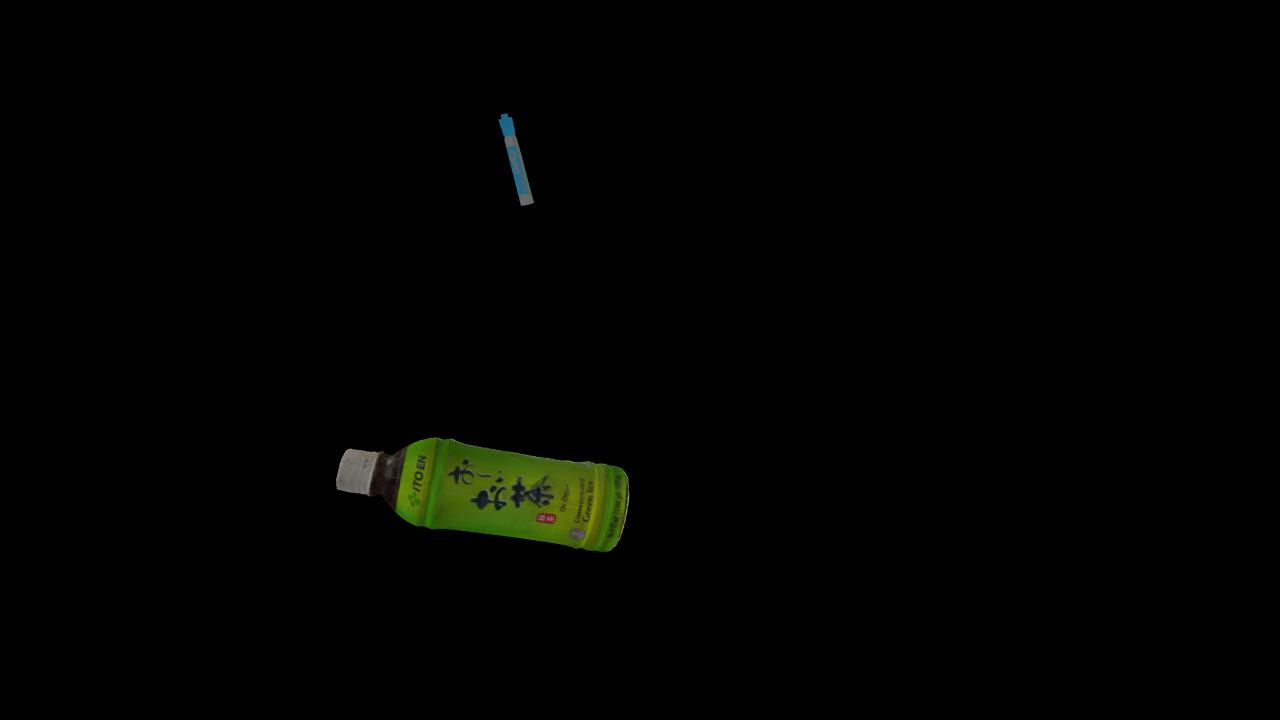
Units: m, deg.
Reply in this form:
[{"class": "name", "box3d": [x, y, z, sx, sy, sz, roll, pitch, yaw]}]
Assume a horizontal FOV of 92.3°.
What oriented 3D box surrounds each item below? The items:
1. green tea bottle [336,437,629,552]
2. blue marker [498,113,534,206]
[{"class": "green tea bottle", "box3d": [-0.117, 0.101, 0.473, 0.212, 0.073, 0.073, 10, -3, -15]}, {"class": "blue marker", "box3d": [-0.170, -0.275, 0.846, 0.020, 0.121, 0.020, -11, 18, 4]}]
